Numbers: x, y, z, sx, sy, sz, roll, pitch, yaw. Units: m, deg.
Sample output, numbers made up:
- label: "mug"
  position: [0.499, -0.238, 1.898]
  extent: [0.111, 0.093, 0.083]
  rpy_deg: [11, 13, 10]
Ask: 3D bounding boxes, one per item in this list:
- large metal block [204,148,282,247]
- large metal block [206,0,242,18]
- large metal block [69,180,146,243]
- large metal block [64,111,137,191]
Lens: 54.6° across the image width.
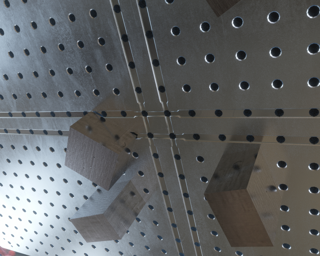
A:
- label: "large metal block"
  position: [0.103, 0.082, 0.372]
  extent: [0.050, 0.080, 0.080]
  rpy_deg: [-16, 110, 35]
- label: "large metal block"
  position: [0.065, -0.157, 0.264]
  extent: [0.080, 0.050, 0.080]
  rpy_deg: [-30, 102, 38]
- label: "large metal block"
  position: [-0.083, 0.135, 0.504]
  extent: [0.080, 0.080, 0.050]
  rpy_deg: [-20, 108, 35]
- label: "large metal block"
  position: [-0.091, 0.034, 0.465]
  extent: [0.080, 0.050, 0.079]
  rpy_deg: [28, 128, 10]
